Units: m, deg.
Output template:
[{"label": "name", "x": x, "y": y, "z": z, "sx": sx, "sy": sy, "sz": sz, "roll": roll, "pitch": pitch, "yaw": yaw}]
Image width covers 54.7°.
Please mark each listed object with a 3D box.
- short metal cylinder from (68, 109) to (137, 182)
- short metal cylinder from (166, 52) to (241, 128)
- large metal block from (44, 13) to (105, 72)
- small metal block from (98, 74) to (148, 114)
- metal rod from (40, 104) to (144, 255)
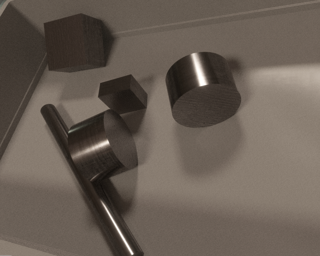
[{"label": "short metal cylinder", "x": -0.070, "y": 0.022, "z": 0.392, "sx": 0.050, "sy": 0.080, "sz": 0.080, "roll": -23, "pitch": 54, "yaw": 14}, {"label": "short metal cylinder", "x": 0.050, "y": -0.043, "z": 0.370, "sx": 0.080, "sy": 0.080, "sz": 0.050, "roll": -21, "pitch": 54, "yaw": 16}, {"label": "large metal block", "x": -0.145, "y": -0.141, "z": 0.527, "sx": 0.080, "sy": 0.050, "sz": 0.079, "roll": -3, "pitch": 94, "yaw": 26}, {"label": "small metal block", "x": -0.052, "y": -0.046, "z": 0.444, "sx": 0.050, "sy": 0.050, "sz": 0.025, "roll": -12, "pitch": 57, "yaw": 21}, {"label": "metal rod", "x": -0.108, "y": 0.056, "z": 0.426, "sx": 0.025, "sy": 0.025, "sz": 0.300, "roll": -42, "pitch": 51, "yaw": -1}]
